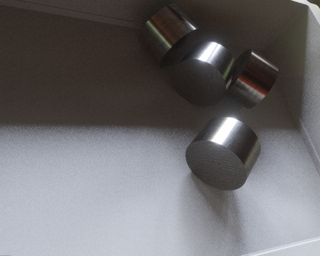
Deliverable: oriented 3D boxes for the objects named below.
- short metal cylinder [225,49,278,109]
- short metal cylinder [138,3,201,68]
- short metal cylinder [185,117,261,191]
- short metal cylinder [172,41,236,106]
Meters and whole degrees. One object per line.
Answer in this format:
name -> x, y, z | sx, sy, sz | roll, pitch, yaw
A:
short metal cylinder -> 0.140, -0.077, 0.492 | 0.050, 0.080, 0.080 | 31, 52, -9
short metal cylinder -> 0.014, -0.136, 0.460 | 0.081, 0.080, 0.050 | -35, 82, -38
short metal cylinder -> 0.080, 0.033, 0.393 | 0.080, 0.080, 0.050 | 42, 51, 0
short metal cylinder -> 0.065, -0.078, 0.453 | 0.080, 0.080, 0.050 | 37, 51, -4
